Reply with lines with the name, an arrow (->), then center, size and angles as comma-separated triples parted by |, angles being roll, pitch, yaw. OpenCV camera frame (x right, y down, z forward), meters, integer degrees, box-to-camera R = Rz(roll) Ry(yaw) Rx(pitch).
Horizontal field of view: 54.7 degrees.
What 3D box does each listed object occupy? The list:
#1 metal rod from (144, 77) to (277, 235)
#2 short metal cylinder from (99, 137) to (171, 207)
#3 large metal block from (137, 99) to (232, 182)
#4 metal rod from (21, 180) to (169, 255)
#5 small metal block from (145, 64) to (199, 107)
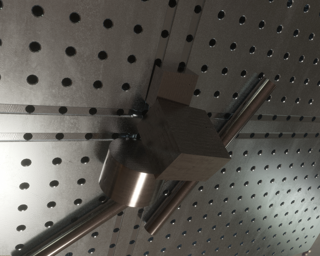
metal rod -> 0.073, 0.049, 0.483 | 0.025, 0.025, 0.299 | 30, 102, -38
short metal cylinder -> -0.032, 0.054, 0.392 | 0.081, 0.080, 0.050 | 5, 117, -31
large metal block -> 0.028, 0.017, 0.380 | 0.081, 0.080, 0.050 | 10, 134, -37
metal rod -> -0.070, 0.115, 0.445 | 0.301, 0.025, 0.025 | -32, 129, -8
small metal block -> 0.015, -0.050, 0.390 | 0.050, 0.025, 0.050 | 2, 118, -30
